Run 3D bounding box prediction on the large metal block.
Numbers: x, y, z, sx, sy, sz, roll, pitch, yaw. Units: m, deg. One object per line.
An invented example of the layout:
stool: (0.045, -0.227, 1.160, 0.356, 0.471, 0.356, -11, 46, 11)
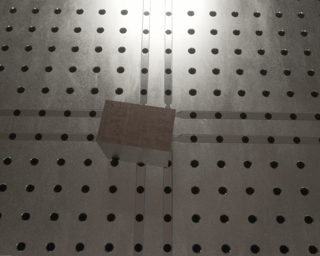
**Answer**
large metal block: (-0.026, 0.010, 0.379, 0.080, 0.080, 0.050, 8, 70, 2)
